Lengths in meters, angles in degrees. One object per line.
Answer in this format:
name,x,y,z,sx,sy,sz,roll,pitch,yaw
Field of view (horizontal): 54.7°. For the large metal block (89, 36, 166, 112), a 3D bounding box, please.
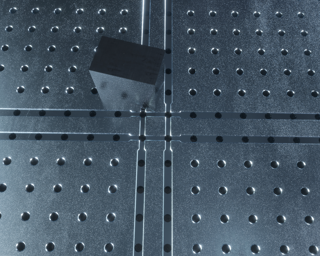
large metal block,-0.039,-0.068,0.407,0.080,0.080,0.050,14,71,4
